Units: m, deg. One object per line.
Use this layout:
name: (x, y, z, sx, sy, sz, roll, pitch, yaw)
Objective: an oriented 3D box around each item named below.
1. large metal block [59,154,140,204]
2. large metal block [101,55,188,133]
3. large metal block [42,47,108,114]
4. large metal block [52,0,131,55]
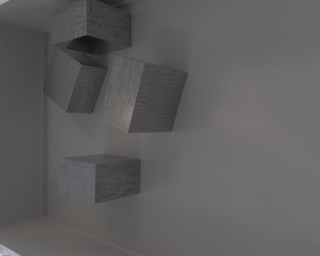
large metal block: (-0.086, 0.068, 0.442, 0.080, 0.081, 0.050, 3, 92, 40)
large metal block: (-0.019, -0.040, 0.386, 0.050, 0.081, 0.079, 24, 106, 37)
large metal block: (-0.141, -0.078, 0.507, 0.080, 0.050, 0.079, 36, 112, 34)
large metal block: (-0.099, -0.144, 0.453, 0.080, 0.081, 0.050, 0, 90, 40)
